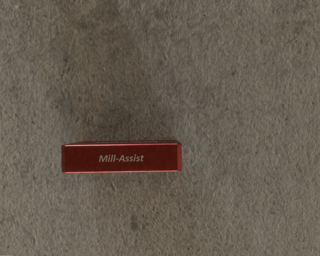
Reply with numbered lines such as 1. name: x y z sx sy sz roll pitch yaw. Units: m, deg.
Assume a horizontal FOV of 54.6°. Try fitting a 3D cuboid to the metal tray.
1. metal tray: -0.041 0.032 0.377 0.131 0.090 0.030 -1 90 0
